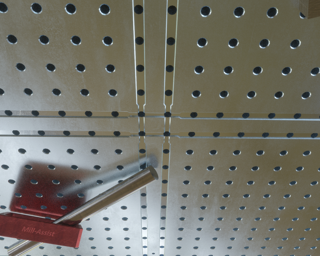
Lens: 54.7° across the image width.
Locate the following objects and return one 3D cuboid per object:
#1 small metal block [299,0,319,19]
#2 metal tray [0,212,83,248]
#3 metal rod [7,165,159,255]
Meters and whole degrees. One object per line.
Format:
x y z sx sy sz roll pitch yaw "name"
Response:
0.164 -0.139 0.296 0.050 0.025 0.050 -12 130 9 "small metal block"
-0.200 0.169 0.519 0.131 0.030 0.090 15 164 -13 "metal tray"
-0.134 0.143 0.507 0.300 0.025 0.025 -31 124 15 "metal rod"
